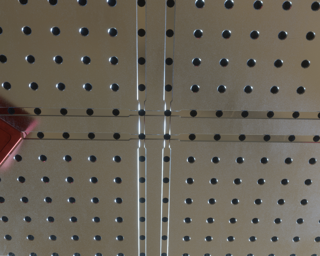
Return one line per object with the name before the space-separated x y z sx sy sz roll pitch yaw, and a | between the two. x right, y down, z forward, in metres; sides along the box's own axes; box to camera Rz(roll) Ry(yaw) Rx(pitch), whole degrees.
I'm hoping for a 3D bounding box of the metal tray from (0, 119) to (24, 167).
metal tray | -0.251 0.035 0.388 0.090 0.030 0.130 37 77 -13
